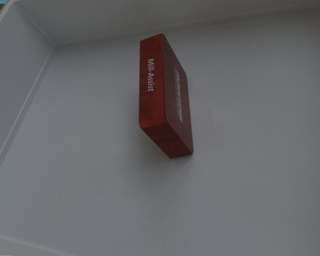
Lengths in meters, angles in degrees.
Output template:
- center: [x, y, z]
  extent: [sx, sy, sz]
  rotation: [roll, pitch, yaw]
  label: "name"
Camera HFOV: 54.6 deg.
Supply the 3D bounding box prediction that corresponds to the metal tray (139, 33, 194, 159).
- center: [0.008, -0.039, 0.381]
  extent: [0.030, 0.090, 0.130]
  rotation: [-14, 56, 19]
  label: "metal tray"
